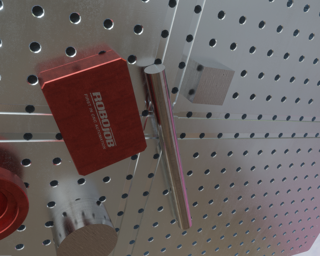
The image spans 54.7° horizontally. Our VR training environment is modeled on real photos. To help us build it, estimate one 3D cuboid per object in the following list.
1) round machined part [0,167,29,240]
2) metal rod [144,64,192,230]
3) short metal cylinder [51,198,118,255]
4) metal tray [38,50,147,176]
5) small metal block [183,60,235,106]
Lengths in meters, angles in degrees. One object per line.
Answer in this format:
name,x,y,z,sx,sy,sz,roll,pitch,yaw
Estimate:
round machined part,-0.200,0.080,0.341,0.099,0.042,0.097,-14,125,-21
metal rod,0.019,0.048,0.453,0.025,0.025,0.298,-23,127,-15
short metal cylinder,-0.105,0.145,0.429,0.081,0.050,0.079,-14,124,-21
metal tray,-0.072,-0.014,0.361,0.091,0.030,0.129,-22,127,-15
small metal block,0.065,-0.059,0.412,0.050,0.025,0.050,2,118,-30
